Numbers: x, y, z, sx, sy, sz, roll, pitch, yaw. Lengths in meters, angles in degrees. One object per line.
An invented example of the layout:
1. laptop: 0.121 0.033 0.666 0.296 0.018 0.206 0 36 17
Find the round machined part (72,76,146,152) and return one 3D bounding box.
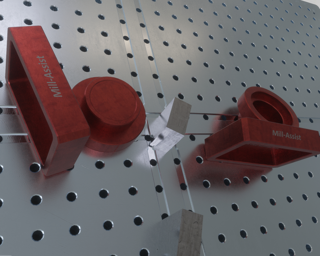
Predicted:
1. round machined part: -0.062 -0.023 0.378 0.099 0.042 0.098 13 56 -21

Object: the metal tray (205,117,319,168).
1. metal tray: 0.139 0.024 0.424 0.131 0.090 0.030 9 66 -24

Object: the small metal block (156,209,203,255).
1. small metal block: 0.020 0.120 0.330 0.025 0.050 0.050 22 54 -15

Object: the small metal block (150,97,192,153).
1. small metal block: 0.014 -0.004 0.402 0.025 0.050 0.050 26 53 -12

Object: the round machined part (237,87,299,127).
1. round machined part: 0.163 -0.017 0.487 0.099 0.042 0.098 17 44 -17

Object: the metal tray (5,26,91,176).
1. metal tray: -0.120 -0.026 0.317 0.030 0.090 0.130 -18 71 -35
